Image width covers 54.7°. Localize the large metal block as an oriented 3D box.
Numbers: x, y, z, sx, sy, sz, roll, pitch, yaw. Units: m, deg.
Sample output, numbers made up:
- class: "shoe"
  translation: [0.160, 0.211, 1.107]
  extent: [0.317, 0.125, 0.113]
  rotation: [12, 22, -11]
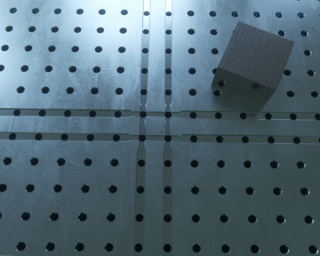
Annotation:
- class: "large metal block"
  translation: [0.128, -0.089, 0.433]
  extent: [0.080, 0.050, 0.080]
  rotation: [24, 72, 8]
